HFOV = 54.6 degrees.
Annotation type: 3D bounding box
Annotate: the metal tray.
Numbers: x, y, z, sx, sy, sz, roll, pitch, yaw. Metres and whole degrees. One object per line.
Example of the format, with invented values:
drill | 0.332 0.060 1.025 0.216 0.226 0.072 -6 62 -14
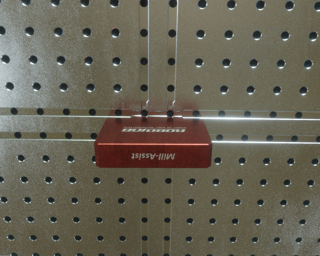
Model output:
metal tray | -0.007 0.016 0.384 0.131 0.090 0.030 0 110 0
